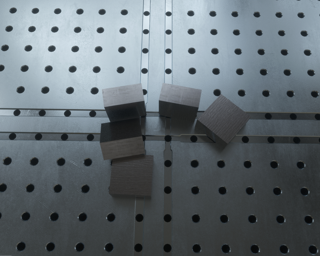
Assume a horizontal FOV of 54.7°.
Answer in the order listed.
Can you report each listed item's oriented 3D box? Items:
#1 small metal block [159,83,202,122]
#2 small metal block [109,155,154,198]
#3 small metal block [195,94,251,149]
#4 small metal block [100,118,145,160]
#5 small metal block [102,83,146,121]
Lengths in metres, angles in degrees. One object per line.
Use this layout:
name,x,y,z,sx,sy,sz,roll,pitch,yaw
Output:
small metal block,0.026,-0.033,0.411,0.050,0.050,0.025,11,71,3
small metal block,-0.035,0.060,0.389,0.050,0.025,0.050,3,70,0
small metal block,0.084,-0.009,0.416,0.050,0.025,0.050,40,75,13
small metal block,-0.048,0.013,0.392,0.050,0.025,0.050,-9,29,-4
small metal block,-0.046,-0.033,0.410,0.050,0.050,0.025,-9,71,-4
